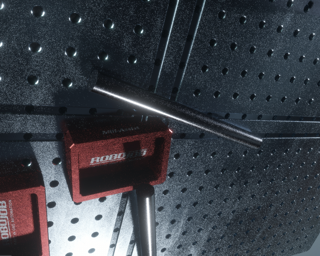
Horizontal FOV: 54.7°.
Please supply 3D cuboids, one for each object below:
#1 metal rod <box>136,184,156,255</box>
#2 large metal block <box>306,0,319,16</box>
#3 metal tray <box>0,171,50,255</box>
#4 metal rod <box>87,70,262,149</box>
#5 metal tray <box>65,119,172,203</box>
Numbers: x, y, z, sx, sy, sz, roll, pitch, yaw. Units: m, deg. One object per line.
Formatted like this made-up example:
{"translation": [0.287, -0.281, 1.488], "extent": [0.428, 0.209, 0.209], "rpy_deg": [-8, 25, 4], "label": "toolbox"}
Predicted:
{"translation": [-0.018, 0.199, 0.506], "extent": [0.025, 0.025, 0.298], "rpy_deg": [-17, 132, -19], "label": "metal rod"}
{"translation": [0.250, -0.187, 0.399], "extent": [0.080, 0.080, 0.050], "rpy_deg": [-46, 130, 4], "label": "large metal block"}
{"translation": [-0.187, 0.119, 0.379], "extent": [0.091, 0.030, 0.129], "rpy_deg": [-7, 122, -25], "label": "metal tray"}
{"translation": [0.043, -0.014, 0.427], "extent": [0.302, 0.025, 0.025], "rpy_deg": [18, 109, -36], "label": "metal rod"}
{"translation": [-0.053, 0.041, 0.405], "extent": [0.131, 0.030, 0.089], "rpy_deg": [-8, 122, -25], "label": "metal tray"}
